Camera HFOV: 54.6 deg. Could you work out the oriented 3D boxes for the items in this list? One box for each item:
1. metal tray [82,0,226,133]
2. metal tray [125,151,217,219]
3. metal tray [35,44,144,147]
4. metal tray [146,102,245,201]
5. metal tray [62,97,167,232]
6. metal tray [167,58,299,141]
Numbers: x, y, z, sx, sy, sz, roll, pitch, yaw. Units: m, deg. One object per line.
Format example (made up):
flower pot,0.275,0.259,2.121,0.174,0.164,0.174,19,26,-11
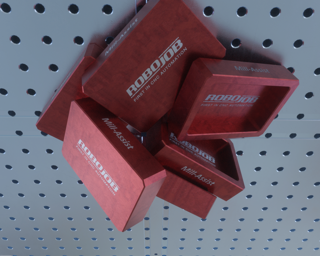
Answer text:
metal tray,-0.007,-0.066,0.327,0.130,0.030,0.090,-44,122,14
metal tray,0.002,0.066,0.405,0.090,0.130,0.030,31,85,-24
metal tray,-0.082,-0.028,0.384,0.090,0.030,0.129,31,124,-25
metal tray,0.044,0.026,0.390,0.130,0.090,0.030,31,123,-24
metal tray,-0.058,0.037,0.343,0.030,0.130,0.089,-20,145,-42
metal tray,0.083,-0.029,0.352,0.131,0.030,0.089,-2,135,-29
